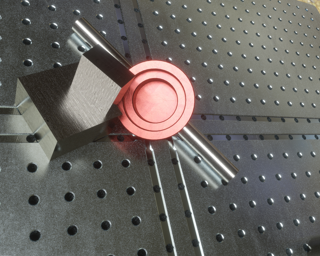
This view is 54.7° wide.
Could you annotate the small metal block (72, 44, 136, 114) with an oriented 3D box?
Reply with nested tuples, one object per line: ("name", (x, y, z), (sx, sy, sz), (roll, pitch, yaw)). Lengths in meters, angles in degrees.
("small metal block", (-0.061, -0.051, 0.327), (0.050, 0.050, 0.025), (41, 51, -1))

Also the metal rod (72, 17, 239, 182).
("metal rod", (-0.008, -0.040, 0.429), (0.300, 0.025, 0.025), (45, 51, 2))

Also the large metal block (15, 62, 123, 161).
("large metal block", (-0.104, -0.022, 0.350), (0.081, 0.050, 0.080), (-27, 77, -37))

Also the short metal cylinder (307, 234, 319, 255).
("short metal cylinder", (0.251, 0.181, 0.420), (0.081, 0.050, 0.080), (14, 56, -21))

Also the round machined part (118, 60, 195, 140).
("round machined part", (-0.005, -0.034, 0.395), (0.099, 0.042, 0.097), (0, 91, 4))
